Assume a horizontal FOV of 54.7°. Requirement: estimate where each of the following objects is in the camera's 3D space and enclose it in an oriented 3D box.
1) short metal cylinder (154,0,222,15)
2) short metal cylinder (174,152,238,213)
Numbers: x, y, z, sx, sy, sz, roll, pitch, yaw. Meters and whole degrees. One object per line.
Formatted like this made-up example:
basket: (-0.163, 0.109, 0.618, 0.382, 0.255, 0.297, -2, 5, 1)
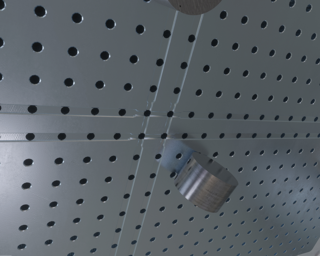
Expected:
short metal cylinder: (0.026, -0.160, 0.310, 0.081, 0.050, 0.079, -14, 124, -21)
short metal cylinder: (0.068, 0.080, 0.462, 0.080, 0.080, 0.050, 22, 106, -37)
